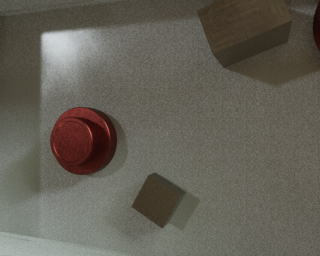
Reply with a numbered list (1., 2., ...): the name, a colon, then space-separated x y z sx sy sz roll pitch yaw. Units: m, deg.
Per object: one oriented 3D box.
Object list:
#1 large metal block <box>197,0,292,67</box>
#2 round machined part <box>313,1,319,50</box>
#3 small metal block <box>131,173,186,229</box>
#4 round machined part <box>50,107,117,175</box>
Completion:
1. large metal block: 0.096 -0.113 0.347 0.080 0.080 0.050 -20 84 18
2. round machined part: 0.211 -0.110 0.310 0.098 0.042 0.097 19 112 58
3. small metal block: -0.002 0.095 0.410 0.050 0.025 0.050 31 100 17
4. round machined part: -0.115 0.019 0.441 0.098 0.042 0.097 0 90 19
